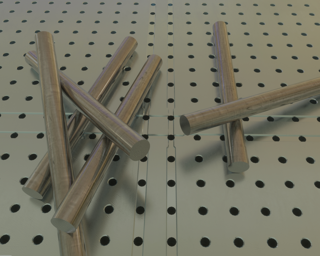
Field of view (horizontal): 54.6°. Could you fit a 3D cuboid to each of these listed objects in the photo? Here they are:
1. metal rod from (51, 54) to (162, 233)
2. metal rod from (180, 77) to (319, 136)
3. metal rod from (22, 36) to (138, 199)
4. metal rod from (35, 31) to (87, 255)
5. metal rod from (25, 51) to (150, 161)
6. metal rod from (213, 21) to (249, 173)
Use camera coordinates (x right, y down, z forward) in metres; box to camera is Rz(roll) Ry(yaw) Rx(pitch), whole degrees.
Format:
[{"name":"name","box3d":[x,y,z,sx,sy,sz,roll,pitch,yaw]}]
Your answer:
[{"name":"metal rod","box3d":[-0.049,-0.008,0.393,0.025,0.025,0.301,12,44,10]},{"name":"metal rod","box3d":[0.164,-0.042,0.421,0.302,0.025,0.025,-16,52,-22]},{"name":"metal rod","box3d":[-0.096,-0.036,0.437,0.025,0.025,0.301,14,51,11]},{"name":"metal rod","box3d":[-0.123,0.001,0.369,0.025,0.025,0.299,-12,63,-10]},{"name":"metal rod","box3d":[-0.113,-0.046,0.408,0.025,0.025,0.300,-32,46,-24]},{"name":"metal rod","box3d":[0.101,-0.068,0.465,0.025,0.025,0.300,2,50,2]}]
